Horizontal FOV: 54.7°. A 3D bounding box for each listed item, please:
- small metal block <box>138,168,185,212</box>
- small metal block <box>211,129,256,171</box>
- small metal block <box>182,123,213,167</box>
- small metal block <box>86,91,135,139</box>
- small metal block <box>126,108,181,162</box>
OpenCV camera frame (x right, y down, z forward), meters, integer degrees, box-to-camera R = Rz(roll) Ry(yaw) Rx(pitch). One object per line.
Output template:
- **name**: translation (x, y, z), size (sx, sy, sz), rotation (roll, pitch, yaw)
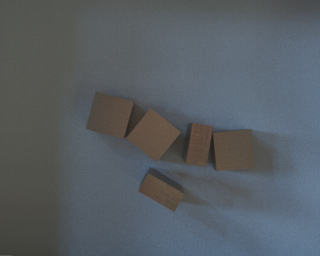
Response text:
- **small metal block**: translation (0.002, 0.077, 0.397), size (0.050, 0.050, 0.025), rotation (30, 91, -1)
- **small metal block**: translation (0.096, 0.028, 0.410), size (0.050, 0.025, 0.050), rotation (-6, 90, -1)
- **small metal block**: translation (0.047, 0.020, 0.398), size (0.025, 0.050, 0.050), rotation (10, 90, -1)
- **small metal block**: translation (-0.064, -0.016, 0.408), size (0.050, 0.025, 0.050), rotation (15, 90, -1)
- **small metal block**: translation (-0.008, 0.009, 0.409), size (0.050, 0.025, 0.050), rotation (39, 90, -1)
